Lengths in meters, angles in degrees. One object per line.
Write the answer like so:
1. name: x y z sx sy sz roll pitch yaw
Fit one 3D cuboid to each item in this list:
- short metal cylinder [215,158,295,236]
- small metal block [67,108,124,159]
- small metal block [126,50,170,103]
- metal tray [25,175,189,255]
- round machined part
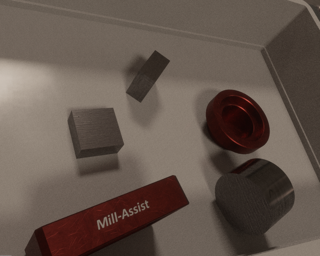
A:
1. short metal cylinder: 0.116 0.084 0.384 0.050 0.080 0.080 -21 74 -36
2. small metal block: -0.076 0.005 0.363 0.050 0.025 0.050 -6 65 -31
3. small metal block: -0.017 -0.070 0.425 0.025 0.050 0.050 35 51 -6
4. metal tray: -0.048 0.090 0.284 0.131 0.090 0.030 -15 70 -34
5. round machined part: 0.110 -0.005 0.459 0.099 0.042 0.098 14 56 -21
